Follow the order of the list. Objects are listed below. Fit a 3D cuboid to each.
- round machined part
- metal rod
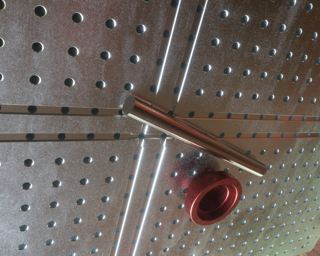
[{"bbox_3d":[0.084,0.110,0.514,0.099,0.042,0.097,-14,124,-21],"label":"round machined part"},{"bbox_3d":[0.071,0.024,0.464,0.301,0.025,0.025,25,105,-37],"label":"metal rod"}]
